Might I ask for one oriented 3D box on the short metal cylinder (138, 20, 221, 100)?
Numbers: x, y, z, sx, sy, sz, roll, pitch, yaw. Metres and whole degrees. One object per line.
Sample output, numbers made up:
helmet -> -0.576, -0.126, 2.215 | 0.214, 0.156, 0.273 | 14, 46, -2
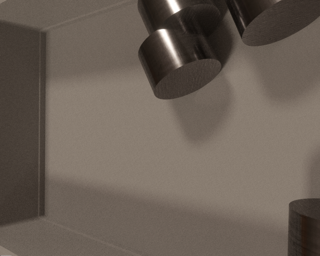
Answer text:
short metal cylinder -> 0.022, -0.074, 0.352 | 0.080, 0.081, 0.050 | -35, 69, 34

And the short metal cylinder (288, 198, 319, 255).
short metal cylinder -> 0.147, 0.091, 0.249 | 0.080, 0.081, 0.050 | 2, 92, 39

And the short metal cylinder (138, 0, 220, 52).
short metal cylinder -> 0.021, -0.130, 0.352 | 0.080, 0.081, 0.050 | -34, 69, 34

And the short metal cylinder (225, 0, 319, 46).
short metal cylinder -> 0.105, -0.119, 0.284 | 0.080, 0.081, 0.050 | -28, 73, 36
